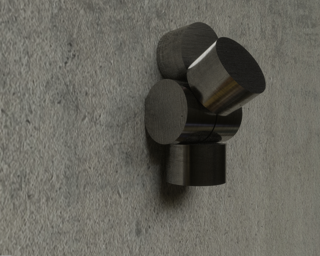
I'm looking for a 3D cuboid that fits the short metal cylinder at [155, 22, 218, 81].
[{"bbox_3d":[0.041,-0.099,0.427,0.081,0.050,0.079,0,90,-40],"label":"short metal cylinder"}]

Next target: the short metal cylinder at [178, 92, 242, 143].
[{"bbox_3d":[0.065,-0.019,0.426,0.050,0.080,0.079,0,90,-40],"label":"short metal cylinder"}]

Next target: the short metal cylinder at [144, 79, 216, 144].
[{"bbox_3d":[0.024,-0.020,0.393,0.050,0.080,0.079,1,90,-41],"label":"short metal cylinder"}]

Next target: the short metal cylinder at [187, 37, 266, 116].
[{"bbox_3d":[0.080,-0.061,0.373,0.080,0.050,0.080,22,49,-28],"label":"short metal cylinder"}]

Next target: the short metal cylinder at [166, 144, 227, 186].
[{"bbox_3d":[0.048,0.045,0.413,0.081,0.080,0.050,0,90,-40],"label":"short metal cylinder"}]
